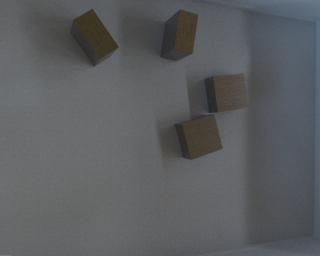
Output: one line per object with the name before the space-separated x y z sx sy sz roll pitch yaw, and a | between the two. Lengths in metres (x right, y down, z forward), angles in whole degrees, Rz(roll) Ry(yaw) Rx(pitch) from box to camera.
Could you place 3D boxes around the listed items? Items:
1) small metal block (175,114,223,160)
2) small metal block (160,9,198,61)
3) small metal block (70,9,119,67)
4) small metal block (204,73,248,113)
small metal block | 0.054 0.012 0.430 0.050 0.025 0.050 -17 96 -19
small metal block | 0.024 -0.119 0.406 0.025 0.050 0.050 9 87 -20
small metal block | -0.079 -0.105 0.368 0.025 0.050 0.050 -38 102 -16
small metal block | 0.095 -0.050 0.445 0.050 0.025 0.050 -9 93 -20
